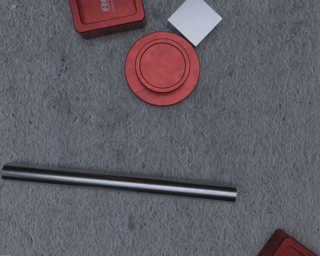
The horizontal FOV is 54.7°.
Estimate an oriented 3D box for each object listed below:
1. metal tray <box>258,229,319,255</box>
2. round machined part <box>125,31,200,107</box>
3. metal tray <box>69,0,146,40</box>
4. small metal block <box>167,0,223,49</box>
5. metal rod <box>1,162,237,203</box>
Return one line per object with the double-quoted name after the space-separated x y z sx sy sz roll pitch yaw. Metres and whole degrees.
0.160 0.214 0.409 0.090 0.030 0.130 36 90 -1 "metal tray"
0.003 -0.077 0.402 0.099 0.042 0.097 0 90 -1 "round machined part"
-0.075 -0.191 0.406 0.091 0.030 0.129 -12 90 -1 "metal tray"
0.045 -0.140 0.411 0.050 0.025 0.050 43 90 -1 "small metal block"
-0.052 0.072 0.409 0.302 0.025 0.025 6 90 -1 "metal rod"
